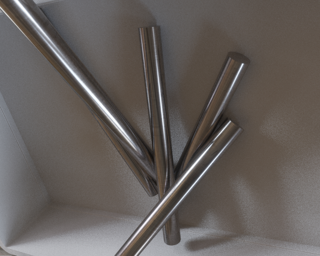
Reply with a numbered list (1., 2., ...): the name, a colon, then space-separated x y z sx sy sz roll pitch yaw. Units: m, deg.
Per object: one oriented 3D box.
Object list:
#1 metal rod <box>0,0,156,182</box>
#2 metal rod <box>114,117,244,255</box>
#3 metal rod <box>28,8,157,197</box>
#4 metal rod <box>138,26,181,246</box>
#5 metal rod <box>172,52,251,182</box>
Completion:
1. metal rod: -0.060 -0.019 0.346 0.025 0.025 0.300 -2 143 29
2. metal rod: 0.001 0.111 0.396 0.025 0.025 0.299 38 104 2
3. metal rod: -0.085 -0.026 0.435 0.025 0.025 0.299 -23 107 36
4. metal rod: 0.003 0.025 0.399 0.025 0.025 0.298 4 114 25
5. metal rod: 0.041 0.039 0.409 0.025 0.025 0.298 28 128 10
